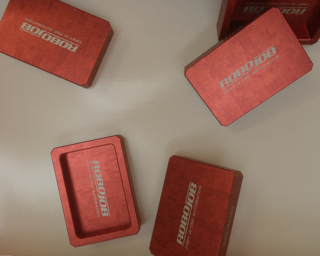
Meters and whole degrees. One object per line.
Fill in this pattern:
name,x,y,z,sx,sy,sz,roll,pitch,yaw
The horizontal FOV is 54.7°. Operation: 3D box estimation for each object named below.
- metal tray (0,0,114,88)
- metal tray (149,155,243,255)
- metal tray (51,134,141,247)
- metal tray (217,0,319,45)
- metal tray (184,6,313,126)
metal tray,-0.139,-0.118,0.407,0.131,0.030,0.090,23,90,-1
metal tray,0.043,0.107,0.385,0.090,0.030,0.129,12,89,34
metal tray,-0.082,0.080,0.407,0.091,0.030,0.129,-12,90,-1
metal tray,0.142,-0.145,0.379,0.131,0.090,0.030,1,62,-1
metal tray,0.107,-0.074,0.386,0.130,0.030,0.090,-35,105,12
